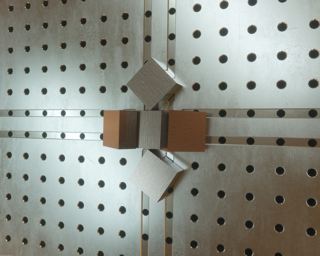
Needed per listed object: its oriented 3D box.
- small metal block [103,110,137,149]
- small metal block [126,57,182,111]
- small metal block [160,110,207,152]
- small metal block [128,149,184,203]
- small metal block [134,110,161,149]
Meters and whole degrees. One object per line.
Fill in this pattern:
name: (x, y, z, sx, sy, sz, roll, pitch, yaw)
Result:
small metal block: (-0.055, 0.001, 0.419, 0.050, 0.025, 0.050, 4, 93, 56)
small metal block: (-0.008, -0.058, 0.416, 0.050, 0.025, 0.050, -45, 75, 14)
small metal block: (0.029, 0.004, 0.388, 0.050, 0.025, 0.050, 2, 91, -21)
small metal block: (-0.006, 0.062, 0.414, 0.050, 0.025, 0.050, 36, 102, 18)
small metal block: (-0.007, 0.002, 0.415, 0.050, 0.025, 0.050, 2, 90, 20)
